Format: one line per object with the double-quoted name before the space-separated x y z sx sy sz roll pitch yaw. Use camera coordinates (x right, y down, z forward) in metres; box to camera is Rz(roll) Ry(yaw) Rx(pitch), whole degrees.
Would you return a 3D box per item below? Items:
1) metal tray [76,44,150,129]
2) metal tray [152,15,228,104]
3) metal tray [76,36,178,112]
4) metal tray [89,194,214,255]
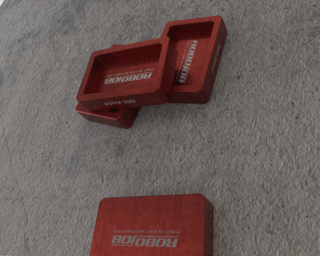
"metal tray" -0.061 -0.067 0.473 0.090 0.030 0.130 12 68 33
"metal tray" 0.037 -0.097 0.440 0.090 0.030 0.130 4 63 30
"metal tray" -0.046 -0.073 0.429 0.130 0.030 0.090 -4 60 26
"metal tray" -0.010 0.121 0.332 0.130 0.030 0.090 -8 58 24
